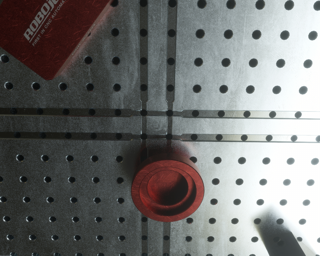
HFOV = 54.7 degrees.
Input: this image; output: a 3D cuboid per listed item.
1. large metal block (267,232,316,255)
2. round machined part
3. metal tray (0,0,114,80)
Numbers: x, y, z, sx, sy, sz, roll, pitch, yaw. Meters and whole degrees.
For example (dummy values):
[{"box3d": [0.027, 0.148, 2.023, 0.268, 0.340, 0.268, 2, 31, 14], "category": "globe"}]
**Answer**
[{"box3d": [0.219, 0.221, 0.467, 0.080, 0.080, 0.050, 43, 105, -14], "category": "large metal block"}, {"box3d": [0.010, 0.078, 0.433, 0.099, 0.042, 0.097, 0, 110, 0], "category": "round machined part"}, {"box3d": [-0.127, -0.133, 0.361, 0.090, 0.030, 0.130, 38, 106, -13], "category": "metal tray"}]
